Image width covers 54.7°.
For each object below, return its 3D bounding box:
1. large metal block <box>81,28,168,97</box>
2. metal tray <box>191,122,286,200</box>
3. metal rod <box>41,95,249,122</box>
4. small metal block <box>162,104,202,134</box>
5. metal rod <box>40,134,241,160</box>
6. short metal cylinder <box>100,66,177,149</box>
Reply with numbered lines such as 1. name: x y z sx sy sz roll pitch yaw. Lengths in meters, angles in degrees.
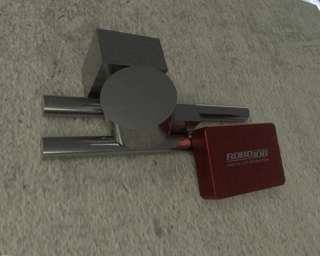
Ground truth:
1. large metal block: -0.048 -0.072 0.390 0.081 0.080 0.050 1 62 -28
2. metal tray: 0.109 0.041 0.419 0.131 0.030 0.090 -3 81 -31
3. metal rod: 0.001 -0.024 0.422 0.303 0.025 0.025 1 62 -28
4. small metal block: 0.017 -0.008 0.404 0.050 0.050 0.025 1 62 -28
5. metal rod: 0.008 0.021 0.399 0.303 0.025 0.025 0 62 -29
6. short metal cylinder: -0.023 -0.023 0.346 0.081 0.050 0.080 1 63 -1
